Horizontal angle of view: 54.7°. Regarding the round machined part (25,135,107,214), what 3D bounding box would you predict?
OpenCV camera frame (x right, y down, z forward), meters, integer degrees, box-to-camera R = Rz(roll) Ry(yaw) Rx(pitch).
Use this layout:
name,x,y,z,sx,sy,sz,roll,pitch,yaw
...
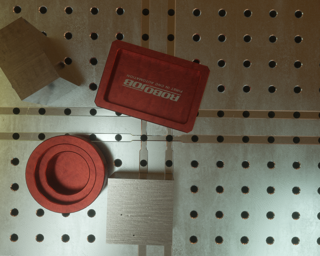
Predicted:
name,x,y,z,sx,sy,sz,roll,pitch,yaw
round machined part,-0.117,0.057,0.404,0.099,0.042,0.097,0,90,0

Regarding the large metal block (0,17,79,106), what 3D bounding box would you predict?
name,x,y,z,sx,sy,sz,roll,pitch,yaw
large metal block,-0.154,-0.077,0.384,0.050,0.080,0.080,-32,90,0

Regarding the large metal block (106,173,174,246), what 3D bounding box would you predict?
name,x,y,z,sx,sy,sz,roll,pitch,yaw
large metal block,-0.024,0.102,0.401,0.081,0.050,0.080,2,90,0

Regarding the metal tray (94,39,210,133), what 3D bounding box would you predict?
name,x,y,z,sx,sy,sz,roll,pitch,yaw
metal tray,-0.010,-0.053,0.410,0.131,0.030,0.090,17,90,0
